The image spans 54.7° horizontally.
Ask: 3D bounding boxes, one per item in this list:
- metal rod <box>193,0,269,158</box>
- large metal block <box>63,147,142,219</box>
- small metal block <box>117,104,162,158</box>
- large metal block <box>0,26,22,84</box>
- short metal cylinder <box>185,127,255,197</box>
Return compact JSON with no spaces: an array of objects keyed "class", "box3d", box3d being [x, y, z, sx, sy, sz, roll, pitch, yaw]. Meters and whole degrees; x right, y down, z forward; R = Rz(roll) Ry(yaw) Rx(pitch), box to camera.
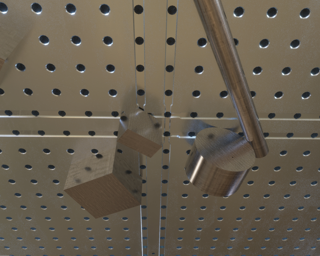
[{"class":"metal rod","box3d":[0.080,-0.070,0.353,0.025,0.025,0.299,-20,128,15]},{"class":"large metal block","box3d":[-0.082,0.085,0.466,0.080,0.050,0.080,-21,127,16]},{"class":"small metal block","box3d":[-0.025,0.003,0.398,0.050,0.050,0.025,29,124,-23]},{"class":"large metal block","box3d":[-0.208,-0.076,0.328,0.080,0.050,0.080,29,124,-23]},{"class":"short metal cylinder","box3d":[0.079,0.044,0.414,0.081,0.080,0.050,9,130,-8]}]
